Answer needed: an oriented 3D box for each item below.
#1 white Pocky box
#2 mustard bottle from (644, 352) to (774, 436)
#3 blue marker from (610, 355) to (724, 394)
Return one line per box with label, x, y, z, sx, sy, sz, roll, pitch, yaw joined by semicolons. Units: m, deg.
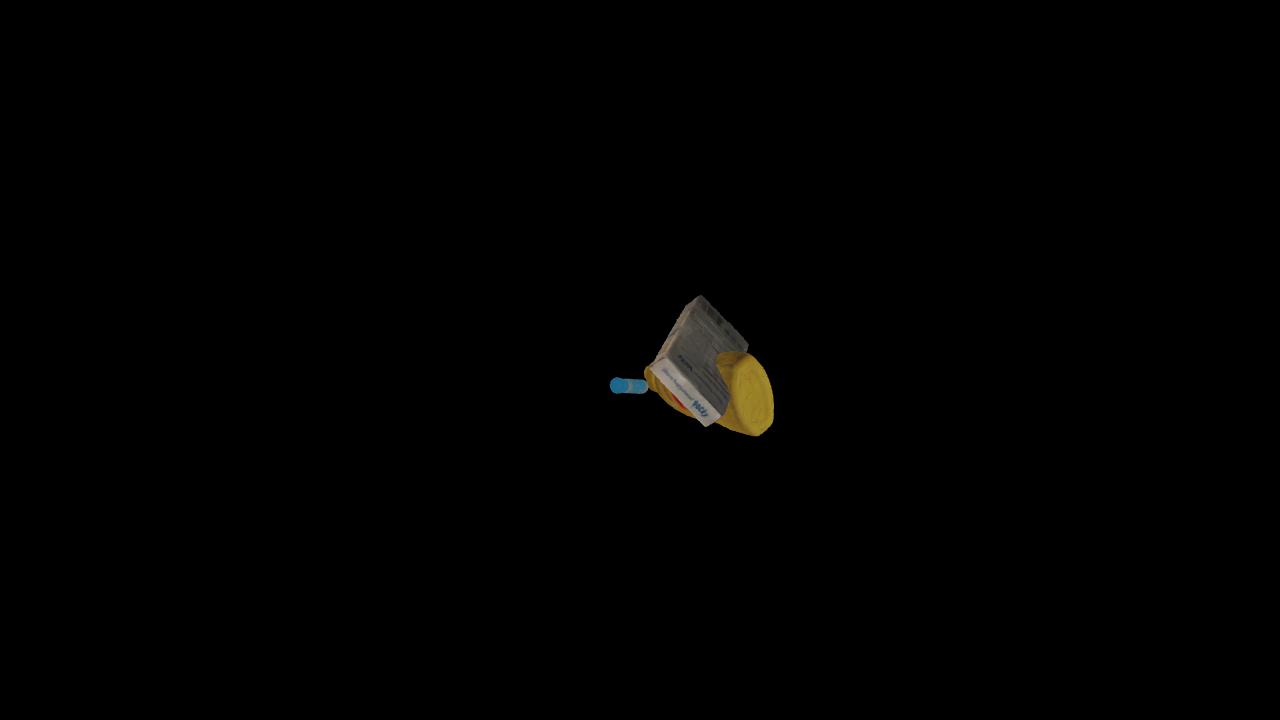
white Pocky box;0.066;-0.005;0.641;0.028;0.084;0.154;-39;10;32
mustard bottle;0.064;0.027;0.695;0.054;0.092;0.184;-39;28;-25
blue marker;-0.013;0.032;0.758;0.020;0.020;0.121;0;-3;15
